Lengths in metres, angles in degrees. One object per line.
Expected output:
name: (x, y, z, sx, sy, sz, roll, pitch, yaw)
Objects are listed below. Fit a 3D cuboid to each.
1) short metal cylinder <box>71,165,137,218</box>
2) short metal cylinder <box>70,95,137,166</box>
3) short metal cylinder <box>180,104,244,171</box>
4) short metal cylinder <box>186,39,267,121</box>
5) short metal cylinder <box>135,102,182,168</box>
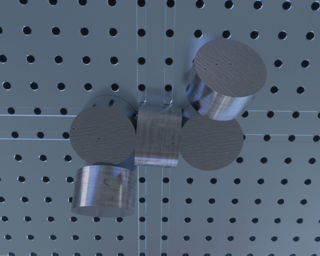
short metal cylinder: (-0.073, 0.086, 0.409, 0.081, 0.050, 0.080, 1, 154, 1)
short metal cylinder: (-0.069, 0.003, 0.399, 0.081, 0.050, 0.079, 0, 110, -1)
short metal cylinder: (0.062, 0.008, 0.403, 0.081, 0.050, 0.079, 0, 110, -1)
short metal cylinder: (0.074, -0.055, 0.358, 0.081, 0.080, 0.050, 8, 151, -4)
short metal cylinder: (-0.003, 0.009, 0.387, 0.050, 0.080, 0.079, 5, 110, -2)
